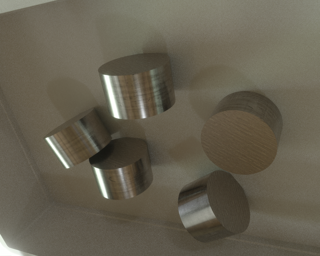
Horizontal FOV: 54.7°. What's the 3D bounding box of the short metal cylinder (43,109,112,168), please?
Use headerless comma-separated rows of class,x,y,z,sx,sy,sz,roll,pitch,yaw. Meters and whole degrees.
short metal cylinder,-0.117,0.014,0.443,0.080,0.080,0.050,-19,108,35

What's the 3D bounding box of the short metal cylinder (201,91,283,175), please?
short metal cylinder,0.092,0.005,0.347,0.080,0.050,0.079,13,124,21

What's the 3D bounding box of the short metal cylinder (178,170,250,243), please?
short metal cylinder,0.070,0.101,0.399,0.080,0.080,0.050,49,129,-7

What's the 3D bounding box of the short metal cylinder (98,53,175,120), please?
short metal cylinder,-0.025,-0.050,0.355,0.080,0.080,0.050,5,121,26

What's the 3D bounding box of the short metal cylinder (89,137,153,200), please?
short metal cylinder,-0.053,0.055,0.435,0.080,0.080,0.050,4,121,26
